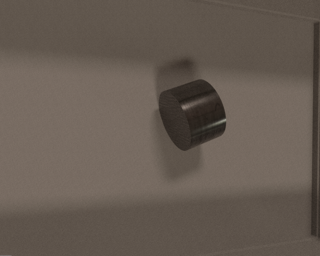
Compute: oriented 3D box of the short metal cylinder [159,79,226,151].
[{"bbox_3d":[0.040,-0.017,0.397,0.050,0.080,0.080,-21,98,-19],"label":"short metal cylinder"}]
